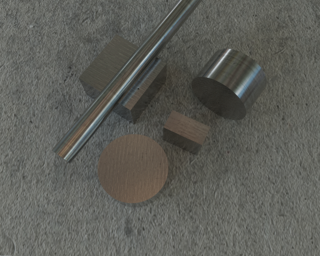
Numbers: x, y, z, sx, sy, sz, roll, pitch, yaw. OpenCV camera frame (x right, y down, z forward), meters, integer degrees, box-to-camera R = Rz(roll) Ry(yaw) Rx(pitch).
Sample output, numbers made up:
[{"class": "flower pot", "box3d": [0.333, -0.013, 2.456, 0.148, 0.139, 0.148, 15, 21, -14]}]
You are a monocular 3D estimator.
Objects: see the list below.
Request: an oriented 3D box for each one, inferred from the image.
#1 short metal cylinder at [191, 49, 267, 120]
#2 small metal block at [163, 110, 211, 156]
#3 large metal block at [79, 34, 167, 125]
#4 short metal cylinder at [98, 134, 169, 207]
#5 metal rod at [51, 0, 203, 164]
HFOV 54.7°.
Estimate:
[{"class": "short metal cylinder", "box3d": [0.088, -0.055, 0.400, 0.080, 0.080, 0.050, 35, 74, 11]}, {"class": "small metal block", "box3d": [0.032, 0.007, 0.393, 0.050, 0.050, 0.025, 25, 72, 8]}, {"class": "large metal block", "box3d": [-0.047, -0.065, 0.418, 0.080, 0.050, 0.080, 32, 73, 10]}, {"class": "short metal cylinder", "box3d": [-0.031, 0.053, 0.375, 0.081, 0.050, 0.080, 0, 70, 0]}, {"class": "metal rod", "box3d": [-0.024, -0.084, 0.385, 0.025, 0.025, 0.300, 33, 73, 11]}]
